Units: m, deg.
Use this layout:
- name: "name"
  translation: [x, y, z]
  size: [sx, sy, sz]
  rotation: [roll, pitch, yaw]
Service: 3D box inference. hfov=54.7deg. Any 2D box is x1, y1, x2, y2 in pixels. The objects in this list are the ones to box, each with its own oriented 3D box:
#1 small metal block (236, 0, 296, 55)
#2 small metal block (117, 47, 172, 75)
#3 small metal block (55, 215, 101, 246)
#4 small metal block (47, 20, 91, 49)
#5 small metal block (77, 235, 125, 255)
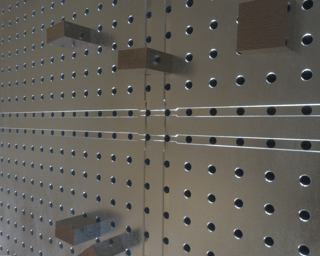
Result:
- name: "small metal block"
  translation: [0.109, -0.104, 0.319]
  size: [0.050, 0.025, 0.050]
  rotation: [4, 93, 39]
- name: "small metal block"
  translation: [-0.020, -0.087, 0.407]
  size: [0.050, 0.050, 0.025]
  rotation: [6, 94, 39]
- name: "small metal block"
  translation: [-0.132, 0.163, 0.499]
  size: [0.050, 0.050, 0.025]
  rotation: [4, 93, 39]
- name: "small metal block"
  translation: [-0.152, -0.153, 0.515]
  size: [0.050, 0.050, 0.025]
  rotation: [-4, 88, 39]
- name: "small metal block"
  translation: [-0.090, 0.189, 0.464]
  size: [0.050, 0.050, 0.025]
  rotation: [-42, 65, 31]
